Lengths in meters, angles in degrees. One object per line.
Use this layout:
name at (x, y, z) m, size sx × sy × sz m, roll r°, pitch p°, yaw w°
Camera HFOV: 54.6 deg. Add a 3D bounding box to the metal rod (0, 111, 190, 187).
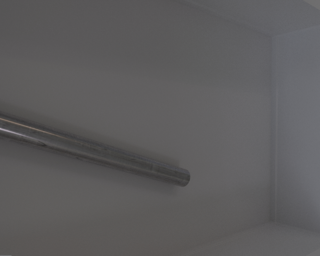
metal rod at (-0.078, 0.025, 0.340) m, size 0.302 × 0.025 × 0.025 m, roll 22°, pitch 76°, yaw -38°
